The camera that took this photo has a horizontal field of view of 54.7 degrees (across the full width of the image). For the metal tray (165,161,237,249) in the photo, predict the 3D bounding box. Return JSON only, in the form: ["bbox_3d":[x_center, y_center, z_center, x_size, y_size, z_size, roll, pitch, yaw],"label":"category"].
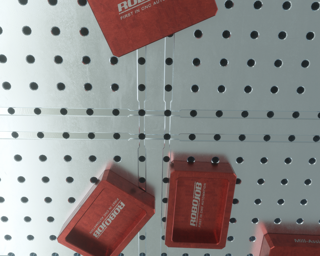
[{"bbox_3d":[0.056,0.114,0.453,0.091,0.030,0.129,3,110,-2],"label":"metal tray"}]

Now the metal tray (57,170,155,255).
[{"bbox_3d":[-0.079,0.136,0.459,0.090,0.030,0.129,34,106,-12],"label":"metal tray"}]

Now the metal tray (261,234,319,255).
[{"bbox_3d":[0.228,0.217,0.493,0.131,0.030,0.089,3,110,-2],"label":"metal tray"}]

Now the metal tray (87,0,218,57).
[{"bbox_3d":[-0.011,-0.149,0.356,0.130,0.030,0.090,-22,109,7],"label":"metal tray"}]
